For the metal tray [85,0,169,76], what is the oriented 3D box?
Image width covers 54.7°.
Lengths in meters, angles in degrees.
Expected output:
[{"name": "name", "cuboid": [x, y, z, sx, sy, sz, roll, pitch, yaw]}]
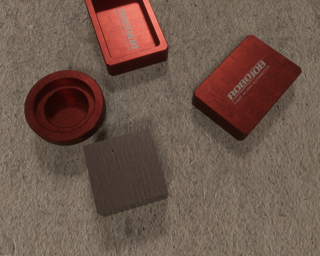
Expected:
[{"name": "metal tray", "cuboid": [-0.051, -0.149, 0.459, 0.091, 0.030, 0.130, -18, 71, -7]}]

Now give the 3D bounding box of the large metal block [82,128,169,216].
[{"name": "large metal block", "cuboid": [-0.040, 0.055, 0.374, 0.081, 0.050, 0.080, -15, 71, -6]}]

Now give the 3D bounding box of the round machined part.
[{"name": "round machined part", "cuboid": [-0.120, -0.023, 0.406, 0.099, 0.042, 0.098, 0, 70, -1]}]

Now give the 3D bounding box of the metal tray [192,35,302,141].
[{"name": "metal tray", "cuboid": [0.119, -0.058, 0.428, 0.090, 0.030, 0.130, 40, 74, 13]}]
